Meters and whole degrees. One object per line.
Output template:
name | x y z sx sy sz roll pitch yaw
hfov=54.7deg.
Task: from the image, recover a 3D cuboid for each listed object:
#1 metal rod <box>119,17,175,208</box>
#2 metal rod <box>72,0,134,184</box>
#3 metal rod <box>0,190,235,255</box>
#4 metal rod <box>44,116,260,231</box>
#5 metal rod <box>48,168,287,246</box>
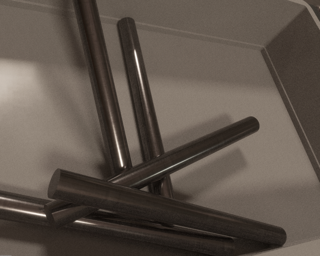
metal rod | -0.021 -0.030 0.413 0.025 0.025 0.299 2 61 -28
metal rod | -0.070 -0.079 0.342 0.025 0.025 0.298 -14 93 -34
metal rod | -0.056 0.098 0.316 0.302 0.025 0.025 17 55 -19
metal rod | 0.018 0.037 0.361 0.302 0.025 0.025 -20 73 -36
metal rod | 0.034 0.094 0.329 0.302 0.025 0.025 22 53 -30
